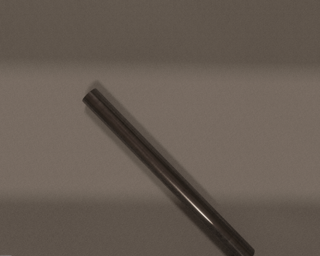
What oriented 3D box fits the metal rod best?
[{"bbox_3d":[0.012,0.063,0.411,0.025,0.025,0.300,-44,91,0],"label":"metal rod"}]
